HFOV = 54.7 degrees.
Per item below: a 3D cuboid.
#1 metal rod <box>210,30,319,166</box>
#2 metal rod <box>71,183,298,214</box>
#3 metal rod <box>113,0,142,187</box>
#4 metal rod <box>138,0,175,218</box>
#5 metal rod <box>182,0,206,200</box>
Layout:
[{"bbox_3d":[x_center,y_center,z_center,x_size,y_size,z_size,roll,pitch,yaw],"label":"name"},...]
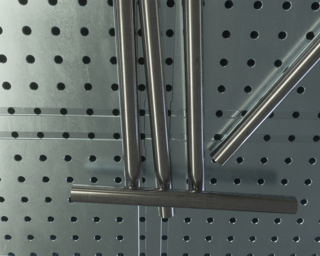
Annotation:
[{"bbox_3d":[0.169,-0.068,0.390,0.025,0.025,0.299,35,106,-12],"label":"metal rod"},{"bbox_3d":[0.034,0.097,0.421,0.302,0.025,0.025,4,110,-2],"label":"metal rod"},{"bbox_3d":[-0.040,-0.059,0.391,0.025,0.025,0.298,-1,110,0],"label":"metal rod"},{"bbox_3d":[-0.001,-0.013,0.408,0.025,0.025,0.298,-4,110,1],"label":"metal rod"},{"bbox_3d":[0.045,-0.033,0.401,0.025,0.025,0.298,-4,110,1],"label":"metal rod"}]
